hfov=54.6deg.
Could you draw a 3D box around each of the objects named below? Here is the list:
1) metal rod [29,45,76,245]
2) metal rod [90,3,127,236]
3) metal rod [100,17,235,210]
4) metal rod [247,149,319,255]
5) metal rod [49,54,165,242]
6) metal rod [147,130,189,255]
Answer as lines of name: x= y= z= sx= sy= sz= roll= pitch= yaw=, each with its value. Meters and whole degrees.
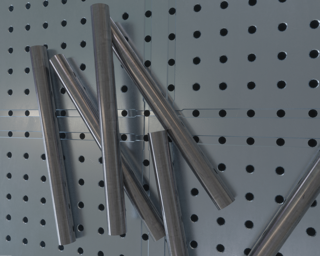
metal rod: x=-0.163 y=0.023 z=0.471 sx=0.025 sy=0.025 sz=0.299 roll=-11 pitch=86 yaw=20
metal rod: x=-0.068 y=-0.012 z=0.409 sx=0.025 sy=0.025 sz=0.298 roll=-5 pitch=88 yaw=20
metal rod: x=0.001 y=-0.027 z=0.412 sx=0.025 sy=0.025 sz=0.299 roll=-37 pitch=78 yaw=16
metal rod: x=0.180 y=0.049 z=0.348 sx=0.025 sy=0.025 sz=0.299 roll=33 pitch=100 yaw=17
metal rod: x=-0.076 y=0.020 z=0.440 sx=0.025 sy=0.025 sz=0.299 roll=-36 pitch=79 yaw=16
metal rod: x=0.022 y=0.151 z=0.396 sx=0.025 sy=0.025 sz=0.299 roll=-10 pitch=90 yaw=20
